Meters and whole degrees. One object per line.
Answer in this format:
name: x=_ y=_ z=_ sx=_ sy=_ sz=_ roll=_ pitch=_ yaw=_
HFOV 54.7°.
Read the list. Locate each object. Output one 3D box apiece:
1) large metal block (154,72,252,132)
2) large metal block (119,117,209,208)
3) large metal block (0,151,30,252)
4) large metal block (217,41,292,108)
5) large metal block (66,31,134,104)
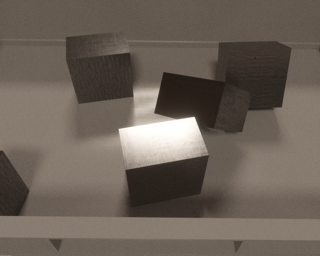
large metal block: x=0.053 y=-0.030 z=0.375 sx=0.080 sy=0.050 sz=0.080 roll=16 pitch=6 yaw=35
large metal block: x=0.002 y=0.039 z=0.337 sx=0.081 sy=0.080 sz=0.050 roll=-9 pitch=51 yaw=-8
large metal block: x=-0.182 y=0.075 z=0.304 sx=0.050 sy=0.080 sz=0.080 roll=7 pitch=50 yaw=5
large metal block: x=0.123 y=-0.073 z=0.424 sx=0.081 sy=0.079 sz=0.050 roll=-2 pitch=25 yaw=-2
large metal block: x=-0.083 y=-0.085 z=0.440 sx=0.081 sy=0.080 sz=0.050 roll=-9 pitch=51 yaw=-8
